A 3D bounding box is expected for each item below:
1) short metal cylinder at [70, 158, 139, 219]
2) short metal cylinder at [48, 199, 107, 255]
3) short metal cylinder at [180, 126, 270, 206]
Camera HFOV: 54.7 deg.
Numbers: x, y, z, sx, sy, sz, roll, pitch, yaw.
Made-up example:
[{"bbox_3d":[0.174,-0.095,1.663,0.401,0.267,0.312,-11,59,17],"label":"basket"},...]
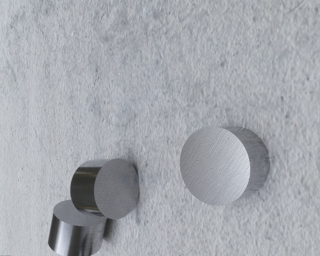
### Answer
[{"bbox_3d":[-0.075,0.083,0.429,0.050,0.081,0.080,-7,86,39],"label":"short metal cylinder"},{"bbox_3d":[-0.123,0.149,0.468,0.080,0.081,0.050,22,104,37],"label":"short metal cylinder"},{"bbox_3d":[0.069,0.038,0.331,0.080,0.050,0.079,0,90,39],"label":"short metal cylinder"}]
